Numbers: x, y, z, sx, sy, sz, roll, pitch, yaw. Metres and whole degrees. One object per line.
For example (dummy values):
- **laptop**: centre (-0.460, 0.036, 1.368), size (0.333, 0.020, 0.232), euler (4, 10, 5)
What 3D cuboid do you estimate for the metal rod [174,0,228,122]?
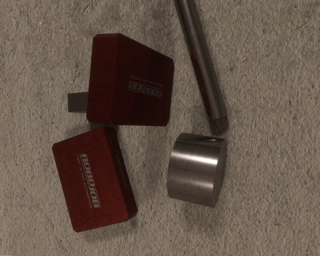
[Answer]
- **metal rod**: centre (0.033, -0.155, 0.396), size (0.025, 0.025, 0.298), euler (-17, 85, 19)

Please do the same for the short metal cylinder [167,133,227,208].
- **short metal cylinder**: centre (0.046, 0.048, 0.363), size (0.050, 0.080, 0.079), euler (9, 93, 19)

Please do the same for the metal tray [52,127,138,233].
- **metal tray**: centre (-0.093, 0.072, 0.438), size (0.090, 0.030, 0.129), euler (-19, 84, 18)

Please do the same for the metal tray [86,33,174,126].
- **metal tray**: centre (-0.028, -0.048, 0.361), size (0.030, 0.131, 0.089), euler (6, 92, 27)

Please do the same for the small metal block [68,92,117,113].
- **small metal block**: centre (-0.090, -0.034, 0.426), size (0.050, 0.050, 0.025), euler (-2, 90, 19)
